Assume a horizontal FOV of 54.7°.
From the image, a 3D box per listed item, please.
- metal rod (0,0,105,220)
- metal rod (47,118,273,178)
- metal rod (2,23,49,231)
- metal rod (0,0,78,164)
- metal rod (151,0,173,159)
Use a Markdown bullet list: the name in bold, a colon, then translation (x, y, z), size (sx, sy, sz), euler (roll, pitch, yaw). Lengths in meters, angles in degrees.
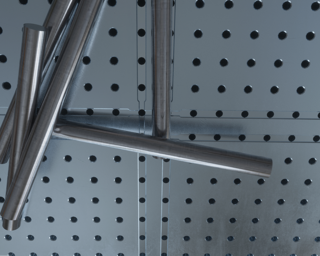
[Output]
- **metal rod**: translation (-0.134, -0.022, 0.378), size (0.025, 0.025, 0.298), euler (23, 99, -9)
- **metal rod**: translation (-0.013, 0.022, 0.395), size (0.302, 0.025, 0.025), euler (11, 110, 5)
- **metal rod**: translation (-0.178, 0.018, 0.399), size (0.025, 0.025, 0.298), euler (16, 116, -6)
- **metal rod**: translation (-0.149, -0.081, 0.381), size (0.025, 0.025, 0.298), euler (28, 107, -10)
- **metal rod**: translation (0.002, -0.102, 0.375), size (0.025, 0.025, 0.298), euler (0, 110, -1)
